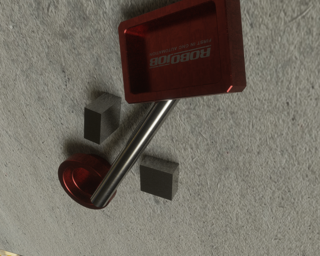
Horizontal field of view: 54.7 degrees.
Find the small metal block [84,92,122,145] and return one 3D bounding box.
[{"bbox_3d":[-0.078,-0.014,0.421,0.025,0.050,0.050,21,126,15],"label":"small metal block"}]

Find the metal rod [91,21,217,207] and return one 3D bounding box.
[{"bbox_3d":[-0.017,0.002,0.387,0.025,0.025,0.298,37,120,3],"label":"metal rod"}]

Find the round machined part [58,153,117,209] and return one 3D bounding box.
[{"bbox_3d":[-0.112,0.081,0.503,0.098,0.042,0.097,13,124,20],"label":"round machined part"}]

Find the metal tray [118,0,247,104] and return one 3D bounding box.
[{"bbox_3d":[0.017,-0.074,0.312,0.130,0.030,0.089,-3,94,39],"label":"metal tray"}]

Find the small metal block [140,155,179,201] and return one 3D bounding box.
[{"bbox_3d":[-0.001,0.072,0.451,0.050,0.025,0.050,14,124,20],"label":"small metal block"}]
